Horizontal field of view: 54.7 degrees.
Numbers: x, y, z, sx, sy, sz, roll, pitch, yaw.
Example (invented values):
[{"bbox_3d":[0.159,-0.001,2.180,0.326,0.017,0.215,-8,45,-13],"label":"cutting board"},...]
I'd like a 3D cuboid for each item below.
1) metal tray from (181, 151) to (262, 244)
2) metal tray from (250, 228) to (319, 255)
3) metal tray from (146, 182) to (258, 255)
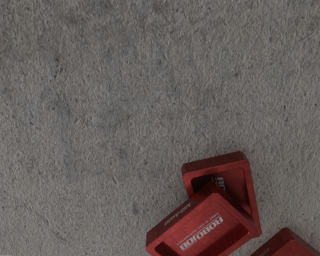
[{"bbox_3d":[0.089,0.105,0.446,0.090,0.030,0.129,-14,110,5],"label":"metal tray"},{"bbox_3d":[0.187,0.230,0.494,0.090,0.030,0.130,39,105,-13],"label":"metal tray"},{"bbox_3d":[0.055,0.146,0.428,0.130,0.030,0.090,-43,105,14],"label":"metal tray"}]
